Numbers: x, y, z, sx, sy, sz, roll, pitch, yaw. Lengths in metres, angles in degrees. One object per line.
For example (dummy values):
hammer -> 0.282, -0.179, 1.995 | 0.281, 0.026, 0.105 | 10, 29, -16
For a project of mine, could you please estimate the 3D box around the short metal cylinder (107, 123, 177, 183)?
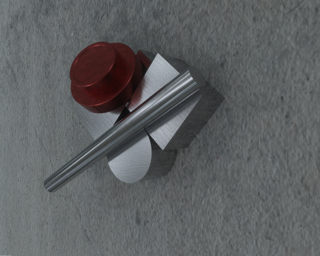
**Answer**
short metal cylinder -> -0.025, 0.029, 0.408 | 0.080, 0.050, 0.079 | 0, 90, 39

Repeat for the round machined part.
round machined part -> -0.075, -0.071, 0.398 | 0.098, 0.042, 0.098 | -12, 60, 21

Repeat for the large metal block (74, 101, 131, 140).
large metal block -> -0.068, -0.030, 0.443 | 0.080, 0.050, 0.080 | 50, 119, 28

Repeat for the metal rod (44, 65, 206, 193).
metal rod -> -0.065, 0.018, 0.392 | 0.299, 0.025, 0.025 | -34, 69, 34

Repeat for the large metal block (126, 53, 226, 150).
large metal block -> 0.017, -0.031, 0.375 | 0.080, 0.050, 0.080 | 49, 119, 28

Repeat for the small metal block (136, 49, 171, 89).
small metal block -> -0.018, -0.069, 0.418 | 0.050, 0.025, 0.050 | 50, 119, 28
